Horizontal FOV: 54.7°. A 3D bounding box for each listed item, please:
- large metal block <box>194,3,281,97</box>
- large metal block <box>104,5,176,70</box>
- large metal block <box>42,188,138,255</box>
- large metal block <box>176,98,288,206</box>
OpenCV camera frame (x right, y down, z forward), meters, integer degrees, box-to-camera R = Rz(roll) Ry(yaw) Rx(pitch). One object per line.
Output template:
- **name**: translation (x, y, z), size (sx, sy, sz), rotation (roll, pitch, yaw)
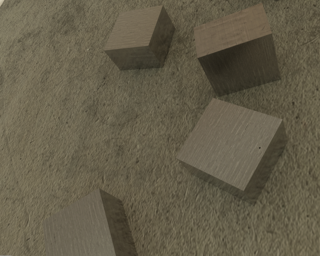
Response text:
- **large metal block**: translation (0.094, -0.089, 0.374), size (0.080, 0.080, 0.050), rotation (-15, 56, 20)
- **large metal block**: translation (-0.030, -0.141, 0.490), size (0.080, 0.050, 0.080), rotation (2, 63, 29)
- **large metal block**: translation (-0.079, 0.129, 0.351), size (0.080, 0.050, 0.080), rotation (-31, 52, 8)
- **large metal block**: translation (0.078, 0.023, 0.333), size (0.080, 0.050, 0.080), rotation (23, 74, 36)
